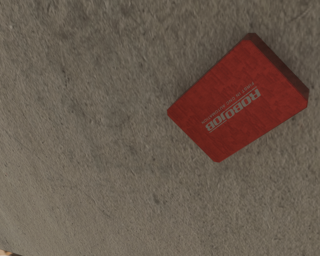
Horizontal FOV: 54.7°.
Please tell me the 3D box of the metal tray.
[{"bbox_3d":[0.081,-0.027,0.344,0.090,0.030,0.129,45,129,-4],"label":"metal tray"}]
